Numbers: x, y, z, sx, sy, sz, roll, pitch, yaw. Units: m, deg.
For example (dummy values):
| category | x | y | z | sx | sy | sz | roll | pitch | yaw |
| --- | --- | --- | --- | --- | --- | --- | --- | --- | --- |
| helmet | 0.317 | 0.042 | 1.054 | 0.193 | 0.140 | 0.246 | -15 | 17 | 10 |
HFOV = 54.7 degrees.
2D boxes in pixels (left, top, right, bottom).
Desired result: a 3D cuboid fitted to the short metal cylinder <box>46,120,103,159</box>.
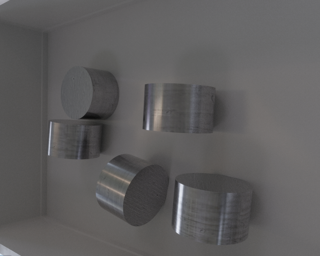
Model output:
| category | x | y | z | sx | sy | sz | roll | pitch | yaw |
| --- | --- | --- | --- | --- | --- | --- | --- | --- | --- |
| short metal cylinder | -0.132 | 0.016 | 0.480 | 0.080 | 0.081 | 0.050 | 10 | 96 | 39 |

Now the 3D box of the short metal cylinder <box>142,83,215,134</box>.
| category | x | y | z | sx | sy | sz | roll | pitch | yaw |
| --- | --- | --- | --- | --- | --- | --- | --- | --- | --- |
| short metal cylinder | 0.022 | -0.022 | 0.353 | 0.080 | 0.081 | 0.050 | 5 | 94 | 40 |

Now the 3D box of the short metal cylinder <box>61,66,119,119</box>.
| category | x | y | z | sx | sy | sz | roll | pitch | yaw |
| --- | --- | --- | --- | --- | --- | --- | --- | --- | --- |
| short metal cylinder | -0.109 | -0.053 | 0.481 | 0.080 | 0.050 | 0.080 | 0 | 90 | 40 |

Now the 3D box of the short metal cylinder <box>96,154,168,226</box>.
| category | x | y | z | sx | sy | sz | roll | pitch | yaw |
| --- | --- | --- | --- | --- | --- | --- | --- | --- | --- |
| short metal cylinder | -0.035 | 0.078 | 0.400 | 0.050 | 0.081 | 0.079 | 16 | 100 | 39 |

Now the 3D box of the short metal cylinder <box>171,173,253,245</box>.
| category | x | y | z | sx | sy | sz | roll | pitch | yaw |
| --- | --- | --- | --- | --- | --- | --- | --- | --- | --- |
| short metal cylinder | 0.054 | 0.081 | 0.326 | 0.080 | 0.081 | 0.050 | 8 | 95 | 40 |
